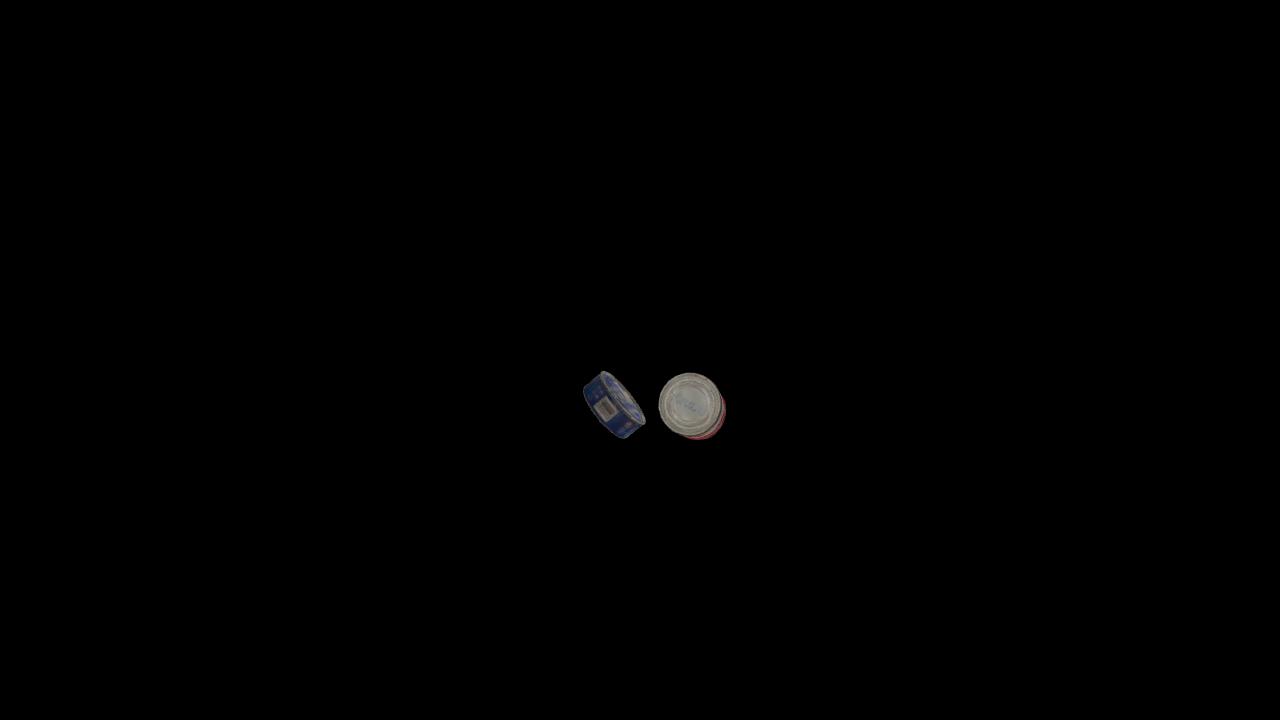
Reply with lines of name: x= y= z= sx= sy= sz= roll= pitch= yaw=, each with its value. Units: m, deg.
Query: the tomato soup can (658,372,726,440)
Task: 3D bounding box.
tomato soup can: x=0.059 y=0.052 z=0.674 sx=0.068 sy=0.068 sz=0.101 roll=0 pitch=-10 yaw=10

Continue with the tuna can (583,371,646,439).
tuna can: x=-0.032 y=0.056 z=0.758 sx=0.034 sy=0.084 sz=0.084 roll=-40 pitch=-7 yaw=9
